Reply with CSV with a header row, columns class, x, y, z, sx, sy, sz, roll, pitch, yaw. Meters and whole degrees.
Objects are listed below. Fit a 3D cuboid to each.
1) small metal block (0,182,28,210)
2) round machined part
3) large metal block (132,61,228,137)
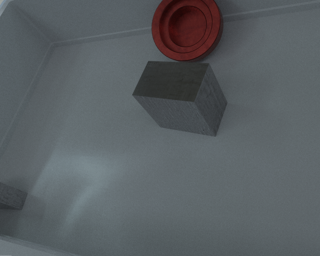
class,x,y,z,sx,sy,sz,roll,pitch,yaw
small metal block,-0.233,0.099,0.448,0.050,0.050,0.025,-5,60,25
round machined part,0.041,-0.142,0.441,0.098,0.042,0.097,2,95,22
large metal block,0.027,-0.035,0.377,0.080,0.080,0.050,10,67,32
